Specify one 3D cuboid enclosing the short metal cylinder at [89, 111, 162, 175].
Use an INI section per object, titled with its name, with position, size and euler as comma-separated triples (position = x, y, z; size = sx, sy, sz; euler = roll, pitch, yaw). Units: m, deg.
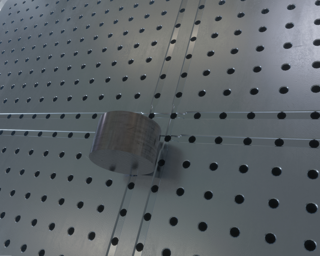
[short metal cylinder]
position = -0.042, 0.021, 0.383
size = 0.080, 0.080, 0.050
euler = -5, 60, 26
